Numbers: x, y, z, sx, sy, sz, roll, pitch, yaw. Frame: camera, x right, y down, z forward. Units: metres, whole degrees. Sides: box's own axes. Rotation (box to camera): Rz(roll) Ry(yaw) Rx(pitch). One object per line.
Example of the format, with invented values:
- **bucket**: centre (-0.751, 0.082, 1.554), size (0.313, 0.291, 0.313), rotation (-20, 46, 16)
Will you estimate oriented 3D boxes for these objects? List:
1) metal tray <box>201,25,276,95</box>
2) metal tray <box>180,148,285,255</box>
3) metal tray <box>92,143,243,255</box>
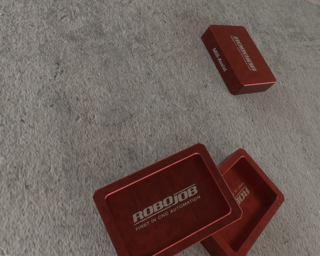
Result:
- **metal tray**: centre (0.139, -0.123, 0.550), size (0.091, 0.030, 0.130), rotation (-10, 67, -32)
- **metal tray**: centre (0.092, 0.095, 0.391), size (0.131, 0.030, 0.090), rotation (-34, 81, -38)
- **metal tray**: centre (0.008, 0.082, 0.326), size (0.131, 0.030, 0.090), rotation (-24, 74, -15)
